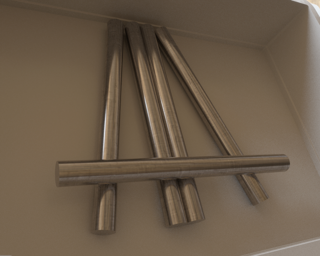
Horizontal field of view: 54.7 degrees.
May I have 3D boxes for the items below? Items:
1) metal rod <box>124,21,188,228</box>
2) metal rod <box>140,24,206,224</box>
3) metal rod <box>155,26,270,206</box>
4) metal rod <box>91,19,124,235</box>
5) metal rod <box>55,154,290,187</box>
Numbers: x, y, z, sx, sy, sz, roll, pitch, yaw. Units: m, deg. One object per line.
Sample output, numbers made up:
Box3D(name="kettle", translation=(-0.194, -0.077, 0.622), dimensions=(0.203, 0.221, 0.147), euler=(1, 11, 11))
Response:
Box3D(name="metal rod", translation=(-0.012, -0.022, 0.411), dimensions=(0.025, 0.025, 0.299), euler=(1, 61, -28))
Box3D(name="metal rod", translation=(0.009, -0.023, 0.423), dimensions=(0.025, 0.025, 0.299), euler=(1, 61, -28))
Box3D(name="metal rod", translation=(0.068, -0.028, 0.457), dimensions=(0.025, 0.025, 0.299), euler=(-17, 71, -35))
Box3D(name="metal rod", translation=(-0.061, -0.024, 0.386), dimensions=(0.025, 0.025, 0.299), euler=(12, 57, -22))
Box3D(name="metal rod", translation=(0.037, 0.046, 0.362), dimensions=(0.303, 0.025, 0.025), euler=(1, 61, -28))
